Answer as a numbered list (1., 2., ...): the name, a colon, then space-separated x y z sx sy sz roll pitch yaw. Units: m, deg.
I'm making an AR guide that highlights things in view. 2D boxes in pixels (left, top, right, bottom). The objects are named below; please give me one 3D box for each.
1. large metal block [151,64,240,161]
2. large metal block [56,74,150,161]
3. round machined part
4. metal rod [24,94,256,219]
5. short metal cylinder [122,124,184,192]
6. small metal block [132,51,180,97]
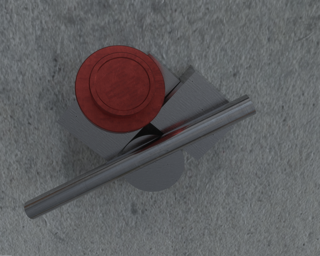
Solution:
1. large metal block: 0.043 -0.020 0.391 0.080 0.050 0.080 40 105 -14
2. large metal block: -0.066 -0.018 0.389 0.080 0.050 0.080 40 105 -14
3. round machined part: -0.042 -0.043 0.338 0.099 0.042 0.097 1 84 -12
4. metal rod: -0.031 0.039 0.371 0.301 0.025 0.025 -26 108 9
5. short metal cylinder: -0.010 0.037 0.410 0.081 0.050 0.079 0 110 -1
6. small metal block: -0.011 -0.060 0.388 0.050 0.025 0.050 41 105 -14
